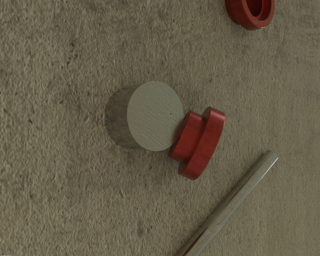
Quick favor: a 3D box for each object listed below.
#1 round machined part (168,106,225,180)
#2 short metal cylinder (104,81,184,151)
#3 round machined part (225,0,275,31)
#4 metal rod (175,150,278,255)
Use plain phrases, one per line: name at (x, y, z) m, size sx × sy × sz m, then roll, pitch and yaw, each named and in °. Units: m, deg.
round machined part at (0.043, 0.015, 0.405) m, size 0.042 × 0.098 × 0.098 m, roll 25°, pitch 71°, yaw -2°
short metal cylinder at (-0.018, -0.013, 0.371) m, size 0.081 × 0.050 × 0.080 m, roll 1°, pitch 89°, yaw -38°
round machined part at (0.146, -0.211, 0.515) m, size 0.099 × 0.042 × 0.097 m, roll 0°, pitch 90°, yaw -40°
metal rod at (0.108, 0.128, 0.495) m, size 0.302 × 0.025 × 0.025 m, roll -37°, pitch 113°, yaw -34°
